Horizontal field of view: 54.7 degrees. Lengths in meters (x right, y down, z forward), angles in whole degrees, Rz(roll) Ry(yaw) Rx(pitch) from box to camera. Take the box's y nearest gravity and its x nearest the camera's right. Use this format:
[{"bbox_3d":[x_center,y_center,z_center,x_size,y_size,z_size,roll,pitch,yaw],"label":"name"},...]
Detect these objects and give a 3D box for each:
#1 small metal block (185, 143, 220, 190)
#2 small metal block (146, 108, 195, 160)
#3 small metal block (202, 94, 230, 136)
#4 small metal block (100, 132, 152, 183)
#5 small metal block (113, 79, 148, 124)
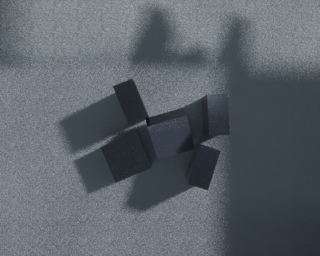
[{"bbox_3d":[0.054,0.048,0.399,0.025,0.050,0.050,18,90,0],"label":"small metal block"},{"bbox_3d":[0.013,0.007,0.402,0.050,0.025,0.050,-16,116,0],"label":"small metal block"},{"bbox_3d":[0.071,-0.016,0.399,0.025,0.050,0.050,-3,90,0],"label":"small metal block"},{"bbox_3d":[-0.044,0.038,0.411,0.050,0.025,0.050,-23,90,0],"label":"small metal block"},{"bbox_3d":[-0.036,-0.032,0.398,0.025,0.050,0.050,-22,90,0],"label":"small metal block"}]
